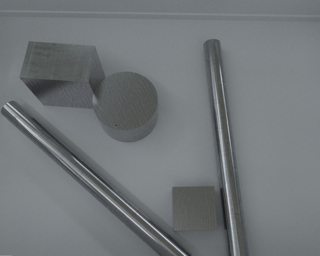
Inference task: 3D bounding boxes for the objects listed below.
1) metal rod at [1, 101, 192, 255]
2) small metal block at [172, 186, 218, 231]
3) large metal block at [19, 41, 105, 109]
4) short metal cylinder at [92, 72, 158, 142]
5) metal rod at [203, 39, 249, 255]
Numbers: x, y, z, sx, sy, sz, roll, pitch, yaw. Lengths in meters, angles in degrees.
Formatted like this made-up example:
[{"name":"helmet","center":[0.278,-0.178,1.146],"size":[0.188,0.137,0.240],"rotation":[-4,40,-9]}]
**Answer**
[{"name":"metal rod","center":[-0.087,0.064,0.385],"size":[0.300,0.025,0.025],"rotation":[38,74,12]},{"name":"small metal block","center":[0.040,0.098,0.374],"size":[0.050,0.025,0.050],"rotation":[-1,70,-1]},{"name":"large metal block","center":[-0.120,-0.065,0.403],"size":[0.081,0.080,0.050],"rotation":[4,70,1]},{"name":"short metal cylinder","center":[-0.043,-0.026,0.405],"size":[0.081,0.050,0.080],"rotation":[0,70,-1]},{"name":"metal rod","center":[0.083,0.017,0.404],"size":[0.025,0.025,0.299],"rotation":[-2,70,-1]}]
